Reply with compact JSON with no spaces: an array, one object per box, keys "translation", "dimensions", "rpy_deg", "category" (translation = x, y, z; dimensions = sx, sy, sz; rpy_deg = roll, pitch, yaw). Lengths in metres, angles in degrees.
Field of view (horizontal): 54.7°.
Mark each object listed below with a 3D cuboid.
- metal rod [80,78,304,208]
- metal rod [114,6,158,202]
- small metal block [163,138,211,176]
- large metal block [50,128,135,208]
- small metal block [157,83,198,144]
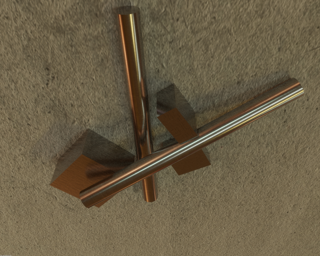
[{"translation":[0.033,0.022,0.387],"dimensions":[0.301,0.025,0.025],"rpy_deg":[-29,126,7],"category":"metal rod"},{"translation":[-0.024,-0.004,0.403],"dimensions":[0.025,0.025,0.298],"rpy_deg":[-3,130,2],"category":"metal rod"},{"translation":[0.038,0.036,0.438],"dimensions":[0.050,0.025,0.050],"rpy_deg":[-22,127,17],"category":"small metal block"},{"translation":[-0.094,0.059,0.440],"dimensions":[0.080,0.050,0.080],"rpy_deg":[34,122,-26],"category":"large metal block"},{"translation":[0.021,-0.018,0.376],"dimensions":[0.025,0.050,0.050],"rpy_deg":[-27,126,20],"category":"small metal block"}]
